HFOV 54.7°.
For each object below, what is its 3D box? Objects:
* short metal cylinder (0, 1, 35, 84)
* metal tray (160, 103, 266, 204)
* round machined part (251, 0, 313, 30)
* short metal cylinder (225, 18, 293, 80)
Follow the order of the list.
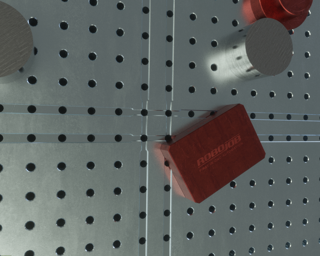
[{"bbox_3d":[-0.179,-0.090,0.333,0.081,0.050,0.080,0,90,-20],"label":"short metal cylinder"},{"bbox_3d":[0.078,0.033,0.438,0.131,0.030,0.090,-30,100,-18],"label":"metal tray"},{"bbox_3d":[0.192,-0.200,0.474,0.099,0.042,0.097,0,90,-20],"label":"round machined part"},{"bbox_3d":[0.143,-0.113,0.452,0.081,0.050,0.080,0,90,-20],"label":"short metal cylinder"}]
